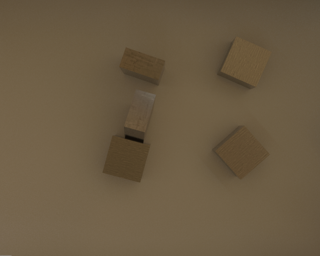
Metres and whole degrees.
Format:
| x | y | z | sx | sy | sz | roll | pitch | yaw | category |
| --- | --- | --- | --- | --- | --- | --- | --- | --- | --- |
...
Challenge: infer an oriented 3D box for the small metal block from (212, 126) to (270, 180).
| x | y | z | sx | sy | sz | roll | pitch | yaw | category |
| --- | --- | --- | --- | --- | --- | --- | --- | --- | --- |
| 0.107 | 0.032 | 0.412 | 0.050 | 0.025 | 0.050 | -41 | 90 | 0 | small metal block |

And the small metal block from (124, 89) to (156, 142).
| x | y | z | sx | sy | sz | roll | pitch | yaw | category |
| --- | --- | --- | --- | --- | --- | --- | --- | --- | --- |
| -0.026 | -0.013 | 0.392 | 0.025 | 0.050 | 0.050 | 16 | 71 | 0 | small metal block |

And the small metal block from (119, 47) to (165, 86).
| x | y | z | sx | sy | sz | roll | pitch | yaw | category |
| --- | --- | --- | --- | --- | --- | --- | --- | --- | --- |
| -0.021 | -0.078 | 0.399 | 0.050 | 0.050 | 0.025 | 19 | 90 | 0 | small metal block |

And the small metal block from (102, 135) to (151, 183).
| x | y | z | sx | sy | sz | roll | pitch | yaw | category |
| --- | --- | --- | --- | --- | --- | --- | --- | --- | --- |
| -0.043 | 0.040 | 0.411 | 0.050 | 0.025 | 0.050 | 15 | 90 | 0 | small metal block |

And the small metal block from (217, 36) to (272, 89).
| x | y | z | sx | sy | sz | roll | pitch | yaw | category |
| --- | --- | --- | --- | --- | --- | --- | --- | --- | --- |
| 0.111 | -0.086 | 0.412 | 0.050 | 0.025 | 0.050 | 24 | 90 | 0 | small metal block |
